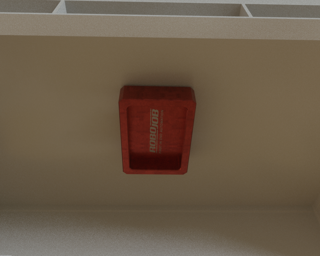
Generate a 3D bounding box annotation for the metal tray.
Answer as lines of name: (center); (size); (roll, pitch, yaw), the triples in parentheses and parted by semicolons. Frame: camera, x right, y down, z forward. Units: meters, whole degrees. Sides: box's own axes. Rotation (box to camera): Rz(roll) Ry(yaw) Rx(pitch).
metal tray: (-0.005, 0.007, 0.408); (0.091, 0.030, 0.129); (1, 130, -2)
